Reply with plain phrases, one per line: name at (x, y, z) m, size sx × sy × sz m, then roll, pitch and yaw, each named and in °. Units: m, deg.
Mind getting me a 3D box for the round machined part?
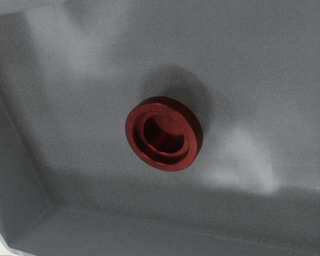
round machined part at (0.009, 0.004, 0.396) m, size 0.098 × 0.042 × 0.097 m, roll 13°, pitch 124°, yaw 21°
